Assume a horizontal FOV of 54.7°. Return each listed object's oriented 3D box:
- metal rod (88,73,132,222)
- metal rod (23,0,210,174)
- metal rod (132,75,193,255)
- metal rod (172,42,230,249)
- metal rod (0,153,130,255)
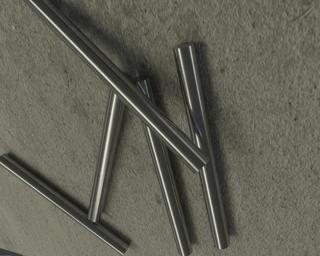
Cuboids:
[{"bbox_3d":[-0.085,0.049,0.481,0.025,0.025,0.298,26,128,12],"label":"metal rod"},{"bbox_3d":[-0.057,-0.062,0.370,0.300,0.025,0.025,45,130,7],"label":"metal rod"},{"bbox_3d":[0.008,0.070,0.445,0.025,0.025,0.298,0,119,28],"label":"metal rod"},{"bbox_3d":[0.059,0.041,0.400,0.025,0.025,0.298,0,119,28],"label":"metal rod"},{"bbox_3d":[-0.186,0.145,0.594,0.301,0.025,0.025,35,129,5],"label":"metal rod"}]
